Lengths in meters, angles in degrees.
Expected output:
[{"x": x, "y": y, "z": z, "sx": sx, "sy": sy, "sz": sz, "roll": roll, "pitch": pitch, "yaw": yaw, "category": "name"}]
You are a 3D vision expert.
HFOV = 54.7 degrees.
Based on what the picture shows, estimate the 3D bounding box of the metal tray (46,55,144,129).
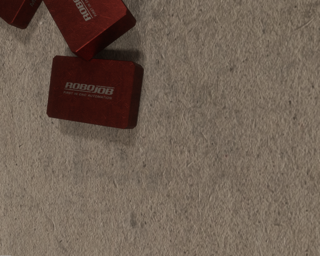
[{"x": -0.093, "y": -0.051, "z": 0.438, "sx": 0.130, "sy": 0.030, "sz": 0.089, "roll": 9, "pitch": 93, "yaw": 19, "category": "metal tray"}]

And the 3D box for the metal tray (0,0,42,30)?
[{"x": -0.217, "y": -0.233, "z": 0.481, "sx": 0.090, "sy": 0.030, "sz": 0.130, "roll": 40, "pitch": 102, "yaw": 15, "category": "metal tray"}]

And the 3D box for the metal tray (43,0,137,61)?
[{"x": -0.102, "y": -0.168, "z": 0.424, "sx": 0.090, "sy": 0.030, "sz": 0.130, "roll": -35, "pitch": 70, "yaw": 8, "category": "metal tray"}]
